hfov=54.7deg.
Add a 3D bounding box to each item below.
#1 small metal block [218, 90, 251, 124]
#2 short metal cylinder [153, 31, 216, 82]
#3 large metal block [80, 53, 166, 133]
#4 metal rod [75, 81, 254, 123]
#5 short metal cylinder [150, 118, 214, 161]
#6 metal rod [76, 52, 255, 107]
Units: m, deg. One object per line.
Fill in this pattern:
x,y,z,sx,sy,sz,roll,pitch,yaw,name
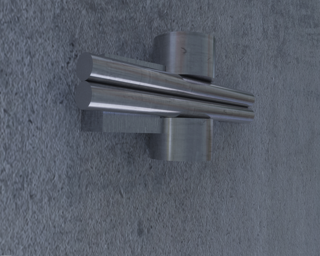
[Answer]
0.123,-0.033,0.509,0.050,0.025,0.050,4,88,-40,small metal block
0.031,-0.086,0.396,0.081,0.080,0.050,2,89,-40,short metal cylinder
-0.042,-0.035,0.355,0.081,0.050,0.080,2,89,-40,large metal block
0.036,-0.024,0.378,0.302,0.025,0.025,2,89,-48,metal rod
0.028,0.014,0.393,0.081,0.080,0.050,2,89,-40,short metal cylinder
0.036,-0.049,0.378,0.302,0.025,0.025,2,89,-48,metal rod
